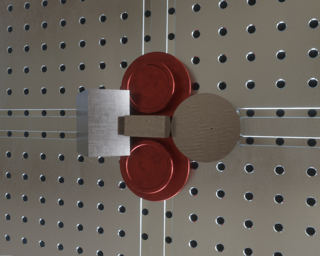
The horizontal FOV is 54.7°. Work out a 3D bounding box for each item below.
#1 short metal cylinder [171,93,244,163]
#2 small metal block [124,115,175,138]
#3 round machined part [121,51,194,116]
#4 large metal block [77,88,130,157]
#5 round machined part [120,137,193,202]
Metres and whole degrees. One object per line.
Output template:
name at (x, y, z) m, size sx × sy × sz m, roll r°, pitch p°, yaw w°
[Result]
short metal cylinder at (0.059, 0.000, 0.377) m, size 0.080 × 0.050 × 0.080 m, roll 0°, pitch 90°, yaw 20°
small metal block at (-0.009, -0.002, 0.379) m, size 0.050 × 0.050 × 0.025 m, roll 2°, pitch 91°, yaw 20°
round machined part at (-0.008, -0.052, 0.406) m, size 0.098 × 0.042 × 0.097 m, roll 0°, pitch 90°, yaw 20°
large metal block at (-0.077, -0.006, 0.404) m, size 0.050 × 0.080 × 0.080 m, roll 0°, pitch 90°, yaw -25°
round machined part at (-0.009, 0.048, 0.407) m, size 0.098 × 0.042 × 0.097 m, roll 0°, pitch 90°, yaw 20°
